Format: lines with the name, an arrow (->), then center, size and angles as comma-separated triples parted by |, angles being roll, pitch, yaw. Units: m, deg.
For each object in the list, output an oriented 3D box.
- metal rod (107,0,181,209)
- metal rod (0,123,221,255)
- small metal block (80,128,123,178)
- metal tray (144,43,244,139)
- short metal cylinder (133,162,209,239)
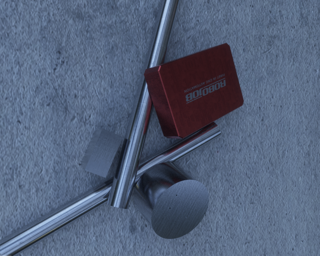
metal rod -> -0.015, -0.051, 0.389 | 0.025, 0.025, 0.299 | 18, 78, -20
metal rod -> -0.048, 0.069, 0.392 | 0.302, 0.025, 0.025 | -28, 100, -18
small metal block -> -0.071, 0.028, 0.370 | 0.025, 0.050, 0.050 | 25, 82, -19
metal tray -> 0.050, -0.051, 0.403 | 0.131, 0.030, 0.089 | -27, 105, -34
short metal cylinder -> 0.014, 0.090, 0.389 | 0.081, 0.050, 0.079 | -11, 114, -26
